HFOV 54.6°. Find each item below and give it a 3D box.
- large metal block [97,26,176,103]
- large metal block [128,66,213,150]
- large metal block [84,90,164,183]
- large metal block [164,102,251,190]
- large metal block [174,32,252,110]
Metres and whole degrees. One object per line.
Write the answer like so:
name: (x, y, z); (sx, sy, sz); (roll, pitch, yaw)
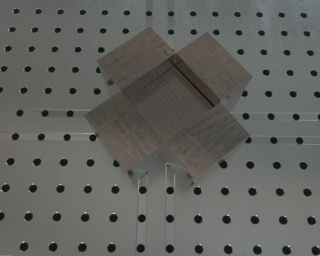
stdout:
large metal block: (-0.028, -0.072, 0.409); (0.080, 0.080, 0.050); (-37, 74, -12)
large metal block: (0.013, -0.019, 0.404); (0.080, 0.050, 0.080); (-37, 73, -10)
large metal block: (-0.040, 0.014, 0.377); (0.050, 0.080, 0.080); (-37, 75, -12)
large metal block: (0.052, 0.025, 0.375); (0.080, 0.080, 0.050); (-35, 74, -12)
large metal block: (0.064, -0.062, 0.406); (0.050, 0.080, 0.080); (-37, 75, -12)
